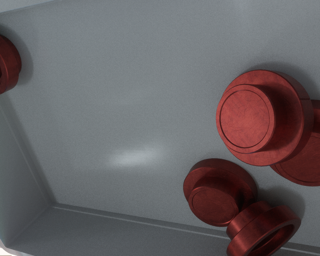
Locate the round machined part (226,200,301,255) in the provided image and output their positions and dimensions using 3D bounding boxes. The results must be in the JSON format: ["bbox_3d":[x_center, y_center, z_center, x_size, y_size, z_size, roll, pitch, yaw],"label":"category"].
[{"bbox_3d":[0.123,0.129,0.389,0.042,0.099,0.097,52,140,40],"label":"round machined part"}]

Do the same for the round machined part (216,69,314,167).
[{"bbox_3d":[0.096,-0.010,0.311,0.098,0.042,0.097,6,97,50],"label":"round machined part"}]

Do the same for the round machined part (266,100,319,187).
[{"bbox_3d":[0.158,0.023,0.328,0.098,0.042,0.097,13,124,20],"label":"round machined part"}]

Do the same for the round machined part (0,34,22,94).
[{"bbox_3d":[-0.249,-0.102,0.463,0.098,0.042,0.097,13,124,20],"label":"round machined part"}]

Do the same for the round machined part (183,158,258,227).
[{"bbox_3d":[0.076,0.093,0.414,0.098,0.042,0.097,13,124,20],"label":"round machined part"}]
